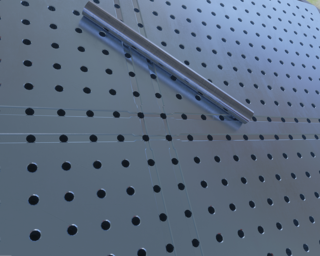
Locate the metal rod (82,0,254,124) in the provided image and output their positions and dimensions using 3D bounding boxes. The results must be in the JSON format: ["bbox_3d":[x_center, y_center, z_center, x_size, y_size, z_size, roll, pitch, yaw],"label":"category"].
[{"bbox_3d":[0.017,-0.098,0.478,0.301,0.025,0.025,33,51,-7],"label":"metal rod"}]
